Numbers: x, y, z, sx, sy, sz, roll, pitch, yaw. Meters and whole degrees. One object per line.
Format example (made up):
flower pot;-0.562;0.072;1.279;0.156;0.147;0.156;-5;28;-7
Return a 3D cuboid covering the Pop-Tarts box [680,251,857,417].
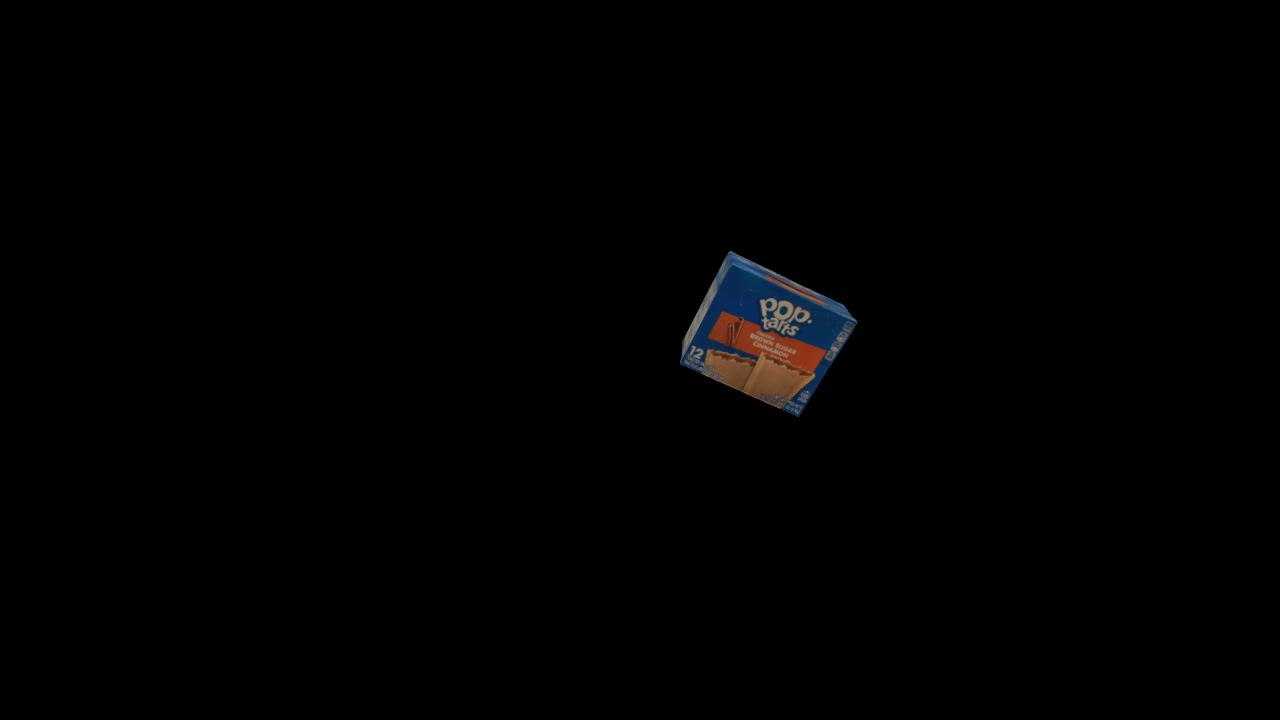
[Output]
Pop-Tarts box;0.155;-0.033;0.767;0.167;0.141;0.083;24;21;-6
